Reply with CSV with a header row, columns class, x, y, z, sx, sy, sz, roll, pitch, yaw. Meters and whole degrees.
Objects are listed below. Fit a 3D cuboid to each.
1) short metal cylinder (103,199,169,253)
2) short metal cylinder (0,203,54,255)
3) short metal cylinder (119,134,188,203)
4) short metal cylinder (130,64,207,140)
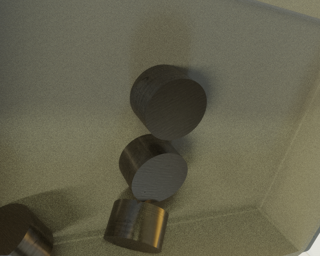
class,x,y,z,sx,sy,sz,roll,pitch,yaw
short metal cylinder,-0.032,0.138,0.433,0.080,0.080,0.050,44,49,-40
short metal cylinder,-0.175,0.136,0.363,0.080,0.080,0.050,-30,129,-10
short metal cylinder,-0.010,0.055,0.423,0.081,0.050,0.079,-14,124,-21
short metal cylinder,0.010,-0.032,0.380,0.081,0.050,0.079,-14,125,-21
